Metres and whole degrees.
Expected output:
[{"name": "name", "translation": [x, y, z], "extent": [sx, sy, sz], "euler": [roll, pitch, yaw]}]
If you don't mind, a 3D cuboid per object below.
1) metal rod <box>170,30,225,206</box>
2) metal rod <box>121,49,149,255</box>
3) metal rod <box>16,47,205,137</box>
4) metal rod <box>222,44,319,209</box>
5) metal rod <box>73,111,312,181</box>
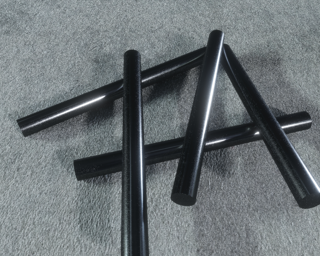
[{"name": "metal rod", "translation": [0.057, -0.038, 0.403], "extent": [0.025, 0.025, 0.300], "euler": [10, 49, 8]}, {"name": "metal rod", "translation": [-0.031, 0.009, 0.361], "extent": [0.025, 0.025, 0.300], "euler": [-3, 50, -2]}, {"name": "metal rod", "translation": [-0.052, -0.060, 0.452], "extent": [0.302, 0.025, 0.025], "euler": [-25, 55, -20]}, {"name": "metal rod", "translation": [0.123, -0.030, 0.399], "extent": [0.025, 0.025, 0.300], "euler": [-5, 41, -5]}, {"name": "metal rod", "translation": [0.048, 0.020, 0.386], "extent": [0.302, 0.025, 0.025], "euler": [-12, 51, -10]}]
